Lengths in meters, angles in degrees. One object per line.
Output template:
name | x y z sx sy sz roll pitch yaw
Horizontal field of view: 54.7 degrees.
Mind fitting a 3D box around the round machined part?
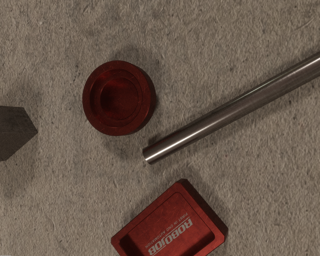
round machined part | -0.051 -0.038 0.417 0.098 0.042 0.097 0 90 19

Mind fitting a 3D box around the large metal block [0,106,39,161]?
large metal block | -0.250 0.010 0.466 0.080 0.080 0.050 -37 78 16

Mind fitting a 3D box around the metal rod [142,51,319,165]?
metal rod | 0.109 -0.033 0.370 0.300 0.025 0.025 -29 81 17

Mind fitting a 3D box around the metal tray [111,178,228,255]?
metal tray | 0.010 0.140 0.401 0.130 0.030 0.090 -43 77 14
